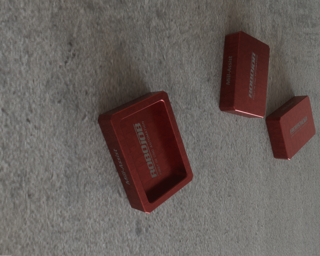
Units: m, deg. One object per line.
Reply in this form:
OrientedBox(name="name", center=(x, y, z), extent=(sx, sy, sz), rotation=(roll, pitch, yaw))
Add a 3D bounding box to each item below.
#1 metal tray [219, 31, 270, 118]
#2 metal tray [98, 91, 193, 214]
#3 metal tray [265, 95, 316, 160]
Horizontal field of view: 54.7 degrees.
OrientedBox(name="metal tray", center=(0.146, -0.087, 0.526), extent=(0.091, 0.030, 0.129), rotation=(9, 84, -40))
OrientedBox(name="metal tray", center=(-0.013, 0.028, 0.391), extent=(0.091, 0.030, 0.129), rotation=(-30, 109, -36))
OrientedBox(name="metal tray", center=(0.270, -0.003, 0.632), extent=(0.131, 0.030, 0.089), rotation=(-30, 109, -36))
